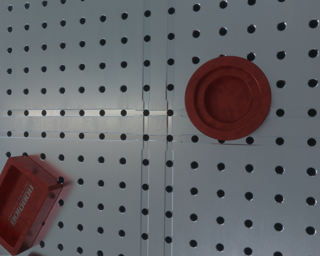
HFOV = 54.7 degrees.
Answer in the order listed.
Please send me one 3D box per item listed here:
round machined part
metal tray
[{"bbox_3d":[0.083,-0.034,0.374,0.098,0.042,0.097,0,90,20],"label":"round machined part"},{"bbox_3d":[-0.221,0.120,0.487,0.090,0.030,0.129,33,100,17],"label":"metal tray"}]
